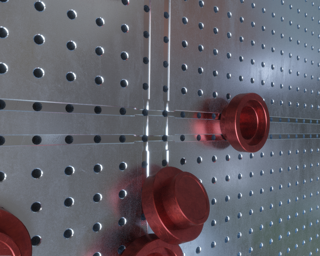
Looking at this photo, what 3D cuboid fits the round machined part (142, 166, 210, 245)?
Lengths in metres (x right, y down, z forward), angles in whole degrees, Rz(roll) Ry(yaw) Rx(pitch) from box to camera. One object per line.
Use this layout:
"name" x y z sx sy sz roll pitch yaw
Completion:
"round machined part" 0.027 0.095 0.397 0.098 0.042 0.098 31 43 -34

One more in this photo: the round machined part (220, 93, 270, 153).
"round machined part" 0.138 -0.009 0.517 0.099 0.042 0.097 0 90 -40

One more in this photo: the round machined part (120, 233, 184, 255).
"round machined part" -0.018 0.181 0.386 0.099 0.042 0.097 0 90 -40

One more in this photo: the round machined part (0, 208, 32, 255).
"round machined part" -0.160 0.118 0.265 0.099 0.042 0.097 0 90 -40
